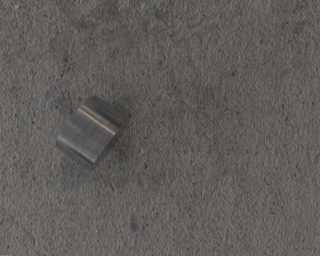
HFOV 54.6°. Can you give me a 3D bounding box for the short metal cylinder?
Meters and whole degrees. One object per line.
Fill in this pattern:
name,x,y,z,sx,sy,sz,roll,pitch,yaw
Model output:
short metal cylinder,-0.081,0.007,0.382,0.050,0.080,0.080,36,90,0
